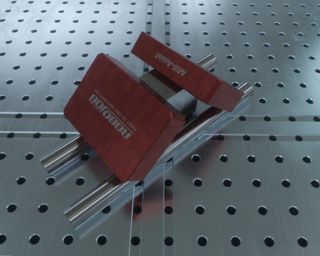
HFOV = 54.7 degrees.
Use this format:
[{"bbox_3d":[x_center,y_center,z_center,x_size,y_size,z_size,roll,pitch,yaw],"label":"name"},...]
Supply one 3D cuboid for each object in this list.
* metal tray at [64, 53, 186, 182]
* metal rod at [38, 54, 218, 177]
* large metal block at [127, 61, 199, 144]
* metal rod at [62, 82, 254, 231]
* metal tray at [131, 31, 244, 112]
[{"bbox_3d":[-0.045,-0.014,0.349,0.130,0.030,0.090,43,105,29],"label":"metal tray"},{"bbox_3d":[-0.027,-0.031,0.433,0.302,0.025,0.025,-35,59,-26],"label":"metal rod"},{"bbox_3d":[0.001,-0.028,0.394,0.080,0.080,0.050,-35,59,-26],"label":"large metal block"},{"bbox_3d":[0.016,0.021,0.391,0.302,0.025,0.025,-34,58,-26],"label":"metal rod"},{"bbox_3d":[0.035,-0.071,0.397,0.130,0.030,0.090,39,16,27],"label":"metal tray"}]
